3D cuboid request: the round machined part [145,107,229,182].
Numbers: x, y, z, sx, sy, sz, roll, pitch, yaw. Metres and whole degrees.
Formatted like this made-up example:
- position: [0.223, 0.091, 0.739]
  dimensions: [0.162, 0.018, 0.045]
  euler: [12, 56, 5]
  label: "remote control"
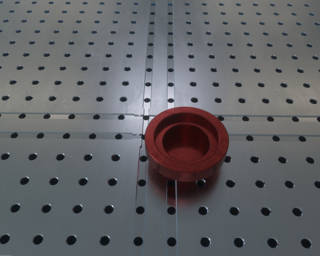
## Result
- position: [0.031, 0.023, 0.377]
  dimensions: [0.099, 0.042, 0.098]
  euler: [0, 50, 0]
  label: "round machined part"
